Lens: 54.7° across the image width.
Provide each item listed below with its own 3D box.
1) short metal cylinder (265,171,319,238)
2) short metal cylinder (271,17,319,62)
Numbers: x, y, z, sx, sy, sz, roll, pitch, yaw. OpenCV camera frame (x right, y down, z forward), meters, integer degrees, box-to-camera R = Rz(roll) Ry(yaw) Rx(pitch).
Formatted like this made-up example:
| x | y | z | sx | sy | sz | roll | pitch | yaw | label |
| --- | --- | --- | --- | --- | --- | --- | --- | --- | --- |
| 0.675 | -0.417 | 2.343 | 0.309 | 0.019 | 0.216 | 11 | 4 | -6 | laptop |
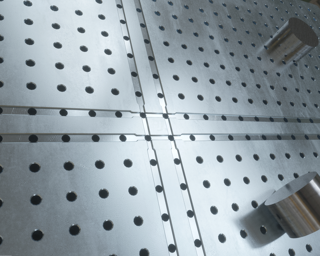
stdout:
| x | y | z | sx | sy | sz | roll | pitch | yaw | label |
| --- | --- | --- | --- | --- | --- | --- | --- | --- | --- |
| 0.189 | 0.101 | 0.413 | 0.081 | 0.080 | 0.050 | -26 | 76 | -37 | short metal cylinder |
| 0.288 | -0.188 | 0.661 | 0.081 | 0.050 | 0.080 | 14 | 56 | -21 | short metal cylinder |
